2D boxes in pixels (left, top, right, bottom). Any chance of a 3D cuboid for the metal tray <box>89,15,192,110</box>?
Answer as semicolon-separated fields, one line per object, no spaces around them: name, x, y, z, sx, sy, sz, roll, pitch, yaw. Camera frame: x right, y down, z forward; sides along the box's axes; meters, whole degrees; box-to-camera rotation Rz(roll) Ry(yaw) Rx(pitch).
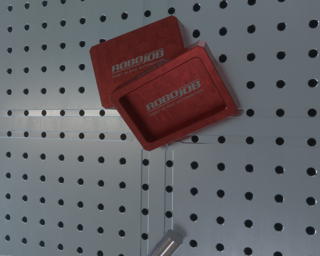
metal tray;-0.024;-0.084;0.418;0.130;0.030;0.090;-15;85;19

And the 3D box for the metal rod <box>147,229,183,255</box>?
metal rod;-0.068;0.259;0.436;0.025;0.025;0.299;40;102;15

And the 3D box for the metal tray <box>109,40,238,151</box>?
metal tray;0.016;-0.035;0.378;0.130;0.030;0.090;-25;110;23
